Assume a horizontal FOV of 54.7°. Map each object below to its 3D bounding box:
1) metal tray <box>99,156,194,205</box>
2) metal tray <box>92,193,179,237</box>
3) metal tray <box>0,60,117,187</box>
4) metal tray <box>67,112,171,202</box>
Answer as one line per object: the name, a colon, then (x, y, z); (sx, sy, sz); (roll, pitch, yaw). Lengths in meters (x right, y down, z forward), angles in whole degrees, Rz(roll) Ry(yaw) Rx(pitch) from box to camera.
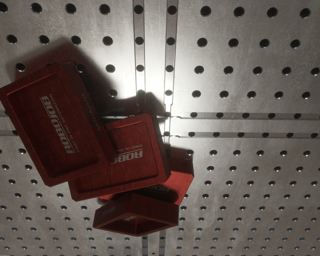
metal tray: (-0.023, 0.079, 0.476); (0.131, 0.030, 0.089); (11, 129, -10)
metal tray: (-0.041, 0.143, 0.498); (0.091, 0.030, 0.129); (21, 145, -25)
metal tray: (-0.120, -0.003, 0.367); (0.090, 0.030, 0.129); (-20, 101, 15)
metal tray: (-0.060, 0.038, 0.406); (0.130, 0.030, 0.089); (-14, 88, 11)
